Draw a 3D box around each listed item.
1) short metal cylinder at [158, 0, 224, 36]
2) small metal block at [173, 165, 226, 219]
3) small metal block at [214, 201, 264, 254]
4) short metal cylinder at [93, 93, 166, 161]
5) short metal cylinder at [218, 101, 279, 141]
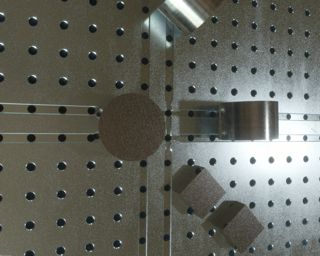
[{"bbox_3d":[0.042,-0.166,0.399,0.050,0.080,0.080,41,77,-16],"label":"short metal cylinder"},{"bbox_3d":[0.055,0.089,0.433,0.050,0.025,0.050,-44,104,-15],"label":"small metal block"},{"bbox_3d":[0.116,0.145,0.456,0.050,0.025,0.050,-42,104,-15],"label":"small metal block"},{"bbox_3d":[-0.039,-0.001,0.385,0.081,0.050,0.079,0,90,-20],"label":"short metal cylinder"},{"bbox_3d":[0.121,-0.010,0.428,0.081,0.080,0.050,-2,91,-20],"label":"short metal cylinder"}]
